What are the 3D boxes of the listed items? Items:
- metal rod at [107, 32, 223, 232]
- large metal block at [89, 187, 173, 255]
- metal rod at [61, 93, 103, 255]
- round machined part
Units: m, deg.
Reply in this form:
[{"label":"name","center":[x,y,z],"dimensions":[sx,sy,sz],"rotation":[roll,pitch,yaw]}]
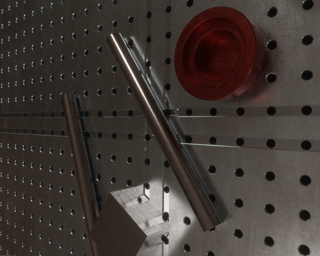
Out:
[{"label":"metal rod","center":[-0.003,-0.009,0.409],"dimensions":[0.025,0.025,0.299],"rotation":[-41,65,32]},{"label":"large metal block","center":[-0.042,0.141,0.426],"dimensions":[0.080,0.050,0.079],"rotation":[40,114,32]},{"label":"metal rod","center":[-0.122,0.086,0.507],"dimensions":[0.025,0.025,0.299],"rotation":[-24,75,37]},{"label":"round machined part","center":[0.067,-0.078,0.341],"dimensions":[0.098,0.042,0.097],"rotation":[0,90,39]}]
